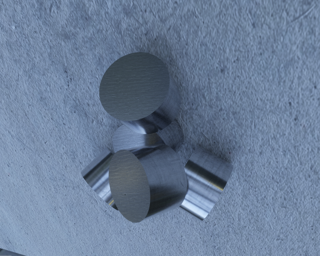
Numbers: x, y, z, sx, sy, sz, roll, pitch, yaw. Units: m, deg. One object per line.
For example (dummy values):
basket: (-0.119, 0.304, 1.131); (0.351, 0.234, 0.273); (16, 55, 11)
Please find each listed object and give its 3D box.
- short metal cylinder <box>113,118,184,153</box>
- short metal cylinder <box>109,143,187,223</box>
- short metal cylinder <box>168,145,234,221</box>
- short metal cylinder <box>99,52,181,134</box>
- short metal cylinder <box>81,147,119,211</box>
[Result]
short metal cylinder: (-0.015, 0.018, 0.410); (0.080, 0.050, 0.079); (13, 123, 21)
short metal cylinder: (-0.016, 0.060, 0.351); (0.080, 0.050, 0.079); (11, 105, 49)
short metal cylinder: (0.049, 0.068, 0.389); (0.050, 0.080, 0.079); (30, 128, 8)
short metal cylinder: (-0.021, -0.038, 0.352); (0.080, 0.080, 0.050); (13, 167, 21)
short metal cylinder: (-0.066, 0.072, 0.445); (0.080, 0.050, 0.080); (44, 174, 7)
